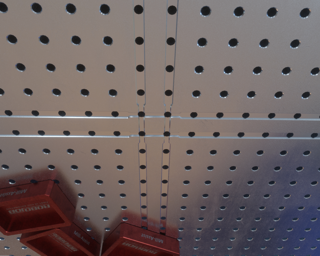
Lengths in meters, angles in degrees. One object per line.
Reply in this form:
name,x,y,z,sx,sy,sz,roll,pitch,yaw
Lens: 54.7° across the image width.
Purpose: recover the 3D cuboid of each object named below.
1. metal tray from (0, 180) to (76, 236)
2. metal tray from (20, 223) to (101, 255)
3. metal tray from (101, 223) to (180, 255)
metal tray,-0.222,0.137,0.521,0.131,0.030,0.090,-12,130,9
metal tray,-0.187,0.222,0.594,0.090,0.030,0.130,-21,128,16
metal tray,-0.038,0.238,0.610,0.131,0.030,0.089,25,126,-20
